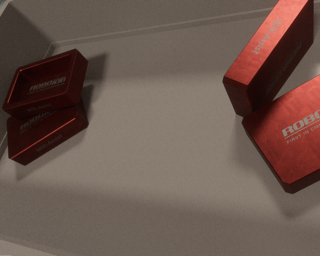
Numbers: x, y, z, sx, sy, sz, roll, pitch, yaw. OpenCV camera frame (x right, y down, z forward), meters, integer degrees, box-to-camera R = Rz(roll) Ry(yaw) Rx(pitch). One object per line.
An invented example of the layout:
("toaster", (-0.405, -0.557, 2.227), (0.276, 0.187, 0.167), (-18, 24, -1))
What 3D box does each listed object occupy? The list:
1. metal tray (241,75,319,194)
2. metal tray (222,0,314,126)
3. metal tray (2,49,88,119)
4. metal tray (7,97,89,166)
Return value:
("metal tray", (0.164, -0.003, 0.318), (0.130, 0.030, 0.090), (-30, 52, 8))
("metal tray", (0.130, -0.076, 0.358), (0.030, 0.090, 0.130), (31, 80, 35))
("metal tray", (-0.184, -0.070, 0.500), (0.130, 0.030, 0.090), (-11, 56, 22))
("metal tray", (-0.185, -0.009, 0.503), (0.130, 0.030, 0.090), (-31, 52, 7))
